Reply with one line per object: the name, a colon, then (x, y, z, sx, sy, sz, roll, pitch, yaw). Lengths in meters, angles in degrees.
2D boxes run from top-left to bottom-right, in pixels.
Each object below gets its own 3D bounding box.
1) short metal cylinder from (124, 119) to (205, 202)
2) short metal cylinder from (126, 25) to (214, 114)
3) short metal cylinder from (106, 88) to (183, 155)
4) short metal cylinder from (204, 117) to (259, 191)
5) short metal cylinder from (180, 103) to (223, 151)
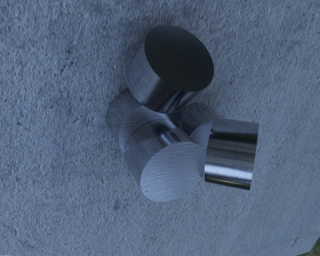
short metal cylinder: (0.005, 0.037, 0.354, 0.081, 0.050, 0.079, -14, 125, -21)
short metal cylinder: (0.010, -0.062, 0.333, 0.081, 0.080, 0.050, 0, 157, -29)
short metal cylinder: (-0.020, -0.006, 0.379, 0.081, 0.050, 0.079, -14, 125, -21)
short metal cylinder: (0.085, 0.030, 0.366, 0.050, 0.080, 0.079, 8, 124, 16)
short metal cylinder: (0.055, 0.011, 0.430, 0.081, 0.050, 0.079, -14, 125, -21)
